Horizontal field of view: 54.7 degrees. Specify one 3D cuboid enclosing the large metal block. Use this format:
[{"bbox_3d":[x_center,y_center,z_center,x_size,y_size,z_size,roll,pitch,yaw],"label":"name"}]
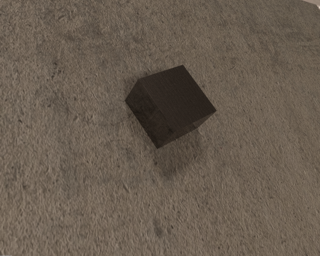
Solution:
[{"bbox_3d":[0.014,-0.030,0.415,0.081,0.050,0.080,-25,76,-37],"label":"large metal block"}]
